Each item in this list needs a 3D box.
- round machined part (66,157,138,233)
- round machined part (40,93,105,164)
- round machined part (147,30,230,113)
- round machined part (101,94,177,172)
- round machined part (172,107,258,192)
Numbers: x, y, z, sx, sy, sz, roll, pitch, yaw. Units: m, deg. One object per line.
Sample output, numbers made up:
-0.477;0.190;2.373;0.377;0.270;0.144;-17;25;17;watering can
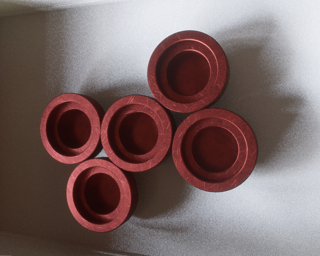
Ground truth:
-0.074;0.088;0.424;0.098;0.042;0.097;0;90;20;round machined part
-0.116;0.001;0.440;0.098;0.042;0.097;0;90;20;round machined part
0.037;-0.067;0.386;0.098;0.042;0.097;0;90;20;round machined part
-0.024;0.007;0.406;0.098;0.042;0.097;0;90;20;round machined part
0.068;0.025;0.375;0.098;0.042;0.097;0;90;20;round machined part
